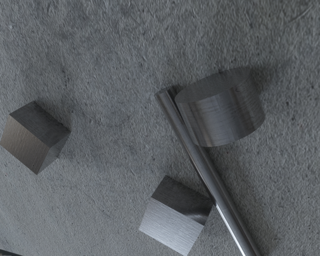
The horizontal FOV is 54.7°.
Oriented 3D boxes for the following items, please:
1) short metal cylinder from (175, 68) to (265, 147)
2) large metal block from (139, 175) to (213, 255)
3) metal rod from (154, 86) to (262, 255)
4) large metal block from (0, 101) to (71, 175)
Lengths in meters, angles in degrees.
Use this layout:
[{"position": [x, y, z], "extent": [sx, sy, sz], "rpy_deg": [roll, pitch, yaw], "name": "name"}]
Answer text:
[{"position": [0.062, -0.023, 0.324], "extent": [0.080, 0.080, 0.050], "rpy_deg": [-12, 112, 33], "name": "short metal cylinder"}, {"position": [0.023, 0.130, 0.457], "extent": [0.080, 0.050, 0.079], "rpy_deg": [26, 128, 11], "name": "large metal block"}, {"position": [0.074, 0.080, 0.416], "extent": [0.025, 0.025, 0.299], "rpy_deg": [-18, 109, 35], "name": "metal rod"}, {"position": [-0.204, 0.017, 0.506], "extent": [0.080, 0.050, 0.080], "rpy_deg": [40, 129, 1], "name": "large metal block"}]
